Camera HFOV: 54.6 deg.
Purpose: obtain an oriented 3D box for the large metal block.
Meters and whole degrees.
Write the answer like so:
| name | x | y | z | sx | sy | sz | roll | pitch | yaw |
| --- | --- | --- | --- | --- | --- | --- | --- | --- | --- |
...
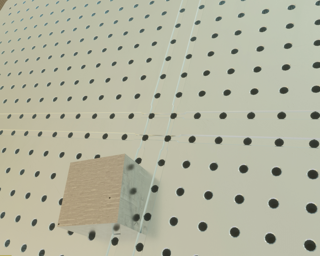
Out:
| name | x | y | z | sx | sy | sz | roll | pitch | yaw |
| --- | --- | --- | --- | --- | --- | --- | --- | --- | --- |
| large metal block | -0.069 | 0.083 | 0.378 | 0.080 | 0.050 | 0.080 | -11 | 57 | 22 |
